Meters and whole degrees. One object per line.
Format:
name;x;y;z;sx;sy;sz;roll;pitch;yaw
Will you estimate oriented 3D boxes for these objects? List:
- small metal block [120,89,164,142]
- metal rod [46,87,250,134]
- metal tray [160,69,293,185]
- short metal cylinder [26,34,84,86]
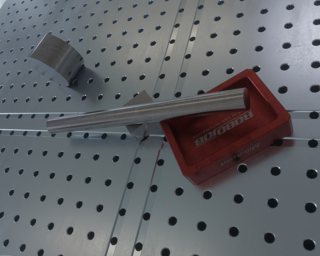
small metal block;-0.025;-0.018;0.432;0.050;0.025;0.050;-37;51;3
metal rod;-0.037;-0.017;0.403;0.300;0.025;0.025;-6;59;31
metal tray;0.074;-0.003;0.367;0.130;0.030;0.090;-30;52;8
short metal cylinder;-0.181;-0.117;0.540;0.080;0.080;0.050;17;71;35
